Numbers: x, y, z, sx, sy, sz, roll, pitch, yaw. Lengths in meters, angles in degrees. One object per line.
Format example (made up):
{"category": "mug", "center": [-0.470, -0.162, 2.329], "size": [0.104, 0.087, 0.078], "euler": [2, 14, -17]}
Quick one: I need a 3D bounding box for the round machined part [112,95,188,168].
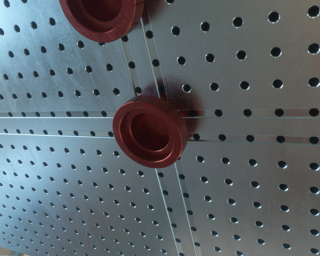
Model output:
{"category": "round machined part", "center": [-0.009, 0.001, 0.406], "size": [0.098, 0.042, 0.097], "euler": [13, 124, 21]}

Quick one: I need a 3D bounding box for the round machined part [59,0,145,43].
{"category": "round machined part", "center": [-0.060, -0.148, 0.341], "size": [0.098, 0.042, 0.097], "euler": [13, 124, 21]}
